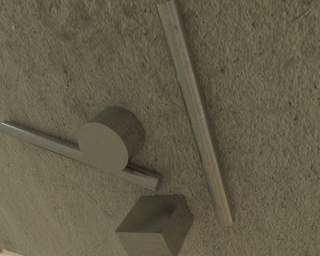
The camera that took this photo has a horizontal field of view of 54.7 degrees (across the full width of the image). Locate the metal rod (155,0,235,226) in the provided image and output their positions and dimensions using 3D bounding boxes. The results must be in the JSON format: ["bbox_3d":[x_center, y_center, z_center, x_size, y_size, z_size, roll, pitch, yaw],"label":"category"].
[{"bbox_3d":[0.050,-0.001,0.379,0.025,0.025,0.298,-4,117,30],"label":"metal rod"}]

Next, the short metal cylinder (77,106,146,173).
[{"bbox_3d":[-0.067,0.016,0.436,0.080,0.050,0.079,13,124,21],"label":"short metal cylinder"}]

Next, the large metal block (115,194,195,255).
[{"bbox_3d":[-0.006,0.146,0.465,0.080,0.080,0.050,-10,113,32],"label":"large metal block"}]

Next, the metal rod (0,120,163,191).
[{"bbox_3d":[-0.138,0.040,0.504,0.301,0.025,0.025,17,125,18],"label":"metal rod"}]
